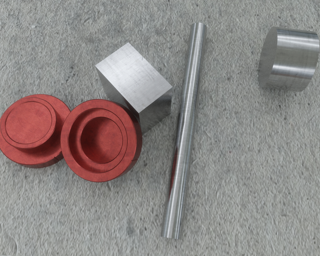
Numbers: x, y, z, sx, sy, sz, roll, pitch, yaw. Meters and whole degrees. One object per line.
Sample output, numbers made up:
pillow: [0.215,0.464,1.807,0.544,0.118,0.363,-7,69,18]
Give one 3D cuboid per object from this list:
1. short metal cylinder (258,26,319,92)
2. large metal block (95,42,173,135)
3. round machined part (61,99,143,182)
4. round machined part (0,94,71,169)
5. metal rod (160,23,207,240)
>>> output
short metal cylinder: [0.168,-0.091,0.413,0.050,0.080,0.080,8,70,3]
large metal block: [-0.031,-0.047,0.396,0.050,0.080,0.080,-39,75,-13]
round machined part: [-0.067,0.015,0.380,0.098,0.042,0.097,0,89,16]
round machined part: [-0.161,0.000,0.398,0.099,0.042,0.098,0,70,0]
metal rod: [0.035,-0.010,0.411,0.025,0.025,0.299,8,70,3]
